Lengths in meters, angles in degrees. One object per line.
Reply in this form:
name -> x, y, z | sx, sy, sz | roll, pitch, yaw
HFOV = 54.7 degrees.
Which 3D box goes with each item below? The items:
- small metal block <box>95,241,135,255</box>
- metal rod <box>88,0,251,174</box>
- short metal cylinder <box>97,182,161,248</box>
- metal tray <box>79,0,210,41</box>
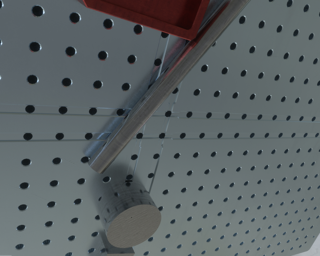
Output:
small metal block -> -0.077, 0.212, 0.502 | 0.050, 0.025, 0.050 | 16, 110, -35
metal rod -> 0.015, -0.062, 0.381 | 0.299, 0.025, 0.025 | -49, 129, 6
short metal cylinder -> -0.045, 0.126, 0.450 | 0.081, 0.050, 0.079 | -14, 125, -21
metal tray -> -0.007, -0.150, 0.312 | 0.131, 0.030, 0.089 | 7, 115, -32
